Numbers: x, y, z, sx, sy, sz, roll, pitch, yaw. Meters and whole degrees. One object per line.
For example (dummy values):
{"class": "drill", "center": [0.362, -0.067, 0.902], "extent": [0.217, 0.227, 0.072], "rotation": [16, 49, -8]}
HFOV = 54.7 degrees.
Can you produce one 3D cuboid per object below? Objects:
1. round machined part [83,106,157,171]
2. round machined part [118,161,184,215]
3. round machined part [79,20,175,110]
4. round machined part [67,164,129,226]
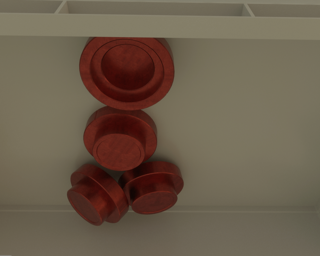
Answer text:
{"class": "round machined part", "center": [-0.053, 0.020, 0.414], "extent": [0.099, 0.042, 0.097], "rotation": [0, 130, 0]}
{"class": "round machined part", "center": [-0.011, 0.095, 0.464], "extent": [0.099, 0.042, 0.097], "rotation": [-9, 140, -8]}
{"class": "round machined part", "center": [-0.034, -0.070, 0.338], "extent": [0.099, 0.042, 0.097], "rotation": [0, 130, 0]}
{"class": "round machined part", "center": [-0.097, 0.104, 0.454], "extent": [0.098, 0.042, 0.097], "rotation": [24, 136, 26]}
